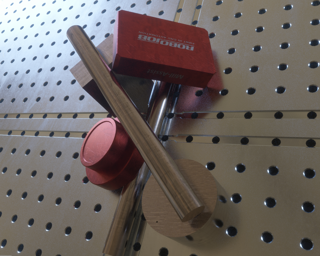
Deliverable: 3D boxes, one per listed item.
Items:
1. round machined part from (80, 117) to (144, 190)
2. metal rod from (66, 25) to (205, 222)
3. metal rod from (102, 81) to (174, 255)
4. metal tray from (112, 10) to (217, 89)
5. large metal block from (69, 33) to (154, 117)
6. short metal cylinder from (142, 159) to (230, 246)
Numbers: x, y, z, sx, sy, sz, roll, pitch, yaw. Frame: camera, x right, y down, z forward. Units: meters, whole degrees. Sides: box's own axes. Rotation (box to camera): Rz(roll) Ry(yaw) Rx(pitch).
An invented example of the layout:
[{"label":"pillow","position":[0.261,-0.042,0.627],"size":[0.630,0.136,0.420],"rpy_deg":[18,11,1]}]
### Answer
[{"label":"round machined part","position":[-0.063,0.026,0.393],"size":[0.098,0.042,0.098],"rpy_deg":[-27,45,31]},{"label":"metal rod","position":[-0.044,-0.027,0.356],"size":[0.025,0.025,0.300],"rpy_deg":[-37,59,3]},{"label":"metal rod","position":[-0.014,0.012,0.407],"size":[0.025,0.025,0.300],"rpy_deg":[3,63,29]},{"label":"metal tray","position":[0.005,-0.105,0.415],"size":[0.131,0.030,0.090],"rpy_deg":[7,55,-16]},{"label":"large metal block","position":[-0.069,-0.075,0.454],"size":[0.080,0.080,0.050],"rpy_deg":[-41,51,0]},{"label":"short metal cylinder","position":[0.028,0.079,0.329],"size":[0.080,0.050,0.080],"rpy_deg":[-13,56,20]}]
